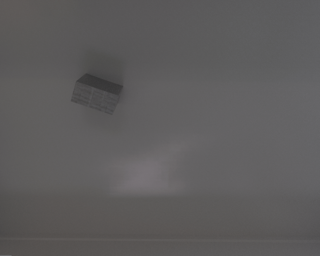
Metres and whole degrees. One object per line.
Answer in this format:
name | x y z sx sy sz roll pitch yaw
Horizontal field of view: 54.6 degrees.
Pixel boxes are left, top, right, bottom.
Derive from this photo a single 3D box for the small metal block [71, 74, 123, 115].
small metal block | -0.076 -0.043 0.382 0.050 0.050 0.025 18 109 -7
